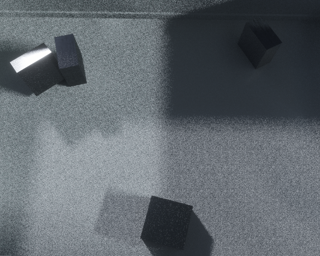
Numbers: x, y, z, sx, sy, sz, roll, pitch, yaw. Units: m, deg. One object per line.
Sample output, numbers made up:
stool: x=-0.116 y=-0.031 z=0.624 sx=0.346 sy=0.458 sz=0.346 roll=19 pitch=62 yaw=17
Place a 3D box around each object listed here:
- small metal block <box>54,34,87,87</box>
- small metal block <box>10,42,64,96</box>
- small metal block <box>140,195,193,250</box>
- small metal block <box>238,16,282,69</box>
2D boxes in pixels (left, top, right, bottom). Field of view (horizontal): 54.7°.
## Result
small metal block: x=-0.123 y=-0.093 z=0.429 sx=0.025 sy=0.050 sz=0.050 roll=-13 pitch=71 yaw=-5
small metal block: x=-0.163 y=-0.079 z=0.421 sx=0.050 sy=0.050 sz=0.025 roll=-36 pitch=60 yaw=-12
small metal block: x=0.008 y=0.112 z=0.368 sx=0.050 sy=0.025 sz=0.050 roll=14 pitch=71 yaw=5
small metal block: x=0.140 y=-0.121 z=0.441 sx=0.025 sy=0.050 sz=0.050 roll=-26 pitch=72 yaw=-9
